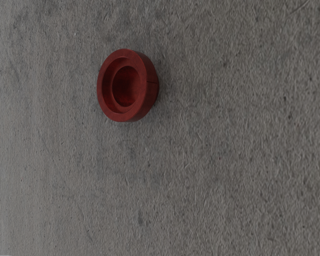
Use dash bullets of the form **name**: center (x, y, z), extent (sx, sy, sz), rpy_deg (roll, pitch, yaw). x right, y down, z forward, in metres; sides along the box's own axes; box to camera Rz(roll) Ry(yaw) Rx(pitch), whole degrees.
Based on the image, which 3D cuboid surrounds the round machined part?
- **round machined part**: center (-0.040, -0.057, 0.428), extent (0.098, 0.042, 0.097), rpy_deg (0, 90, 40)
